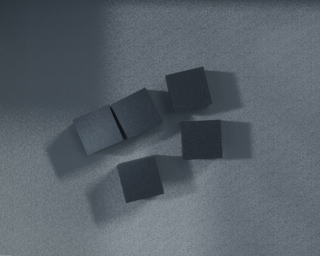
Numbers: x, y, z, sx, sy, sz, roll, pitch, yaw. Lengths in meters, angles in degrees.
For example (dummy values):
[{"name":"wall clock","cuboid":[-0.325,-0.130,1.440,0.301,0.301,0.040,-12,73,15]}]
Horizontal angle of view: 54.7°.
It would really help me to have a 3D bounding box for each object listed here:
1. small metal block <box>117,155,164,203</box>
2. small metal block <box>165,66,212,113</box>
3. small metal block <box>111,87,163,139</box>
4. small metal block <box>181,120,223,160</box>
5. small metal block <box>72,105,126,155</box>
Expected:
[{"name":"small metal block","cuboid":[-0.025,0.067,0.411,0.050,0.025,0.050,-14,90,0]},{"name":"small metal block","cuboid":[0.037,-0.050,0.411,0.050,0.025,0.050,-13,90,0]},{"name":"small metal block","cuboid":[-0.030,-0.019,0.411,0.050,0.025,0.050,-27,90,0]},{"name":"small metal block","cuboid":[0.054,0.015,0.412,0.050,0.025,0.050,-3,90,0]},{"name":"small metal block","cuboid":[-0.080,0.002,0.411,0.050,0.025,0.050,-23,90,0]}]
